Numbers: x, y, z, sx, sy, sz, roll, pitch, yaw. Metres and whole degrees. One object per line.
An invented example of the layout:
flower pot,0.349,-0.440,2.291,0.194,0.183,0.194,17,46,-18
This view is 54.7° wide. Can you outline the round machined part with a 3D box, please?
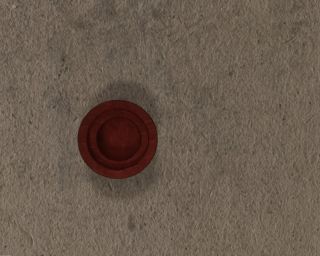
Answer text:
round machined part,-0.052,0.014,0.401,0.099,0.042,0.097,0,90,-1
